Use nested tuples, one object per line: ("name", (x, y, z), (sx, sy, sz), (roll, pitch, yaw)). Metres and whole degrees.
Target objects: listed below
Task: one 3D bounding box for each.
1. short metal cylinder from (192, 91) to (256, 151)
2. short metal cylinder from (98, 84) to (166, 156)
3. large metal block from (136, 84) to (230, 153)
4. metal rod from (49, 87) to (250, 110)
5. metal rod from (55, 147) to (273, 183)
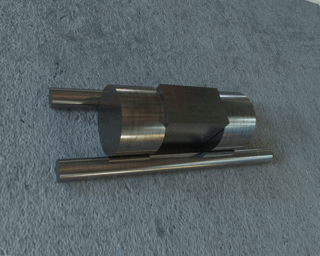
("short metal cylinder", (0.081, -0.010, 0.419), (0.050, 0.080, 0.080), (-1, 62, -29))
("short metal cylinder", (-0.035, -0.009, 0.356), (0.050, 0.080, 0.080), (-1, 62, -29))
("large metal block", (0.024, -0.009, 0.385), (0.081, 0.080, 0.050), (0, 62, -28))
("metal rod", (0.006, -0.036, 0.431), (0.303, 0.025, 0.025), (-1, 62, -29))
("metal rod", (0.027, 0.043, 0.393), (0.303, 0.025, 0.025), (-1, 62, -29))
